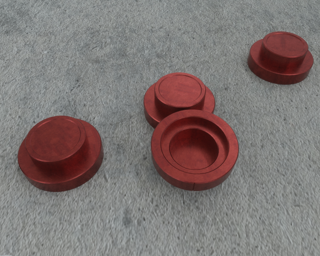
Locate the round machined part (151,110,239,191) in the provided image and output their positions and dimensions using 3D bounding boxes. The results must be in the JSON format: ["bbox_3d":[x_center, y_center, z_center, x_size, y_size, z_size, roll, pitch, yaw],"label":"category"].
[{"bbox_3d":[0.039,0.029,0.364,0.099,0.042,0.098,0,55,0],"label":"round machined part"}]

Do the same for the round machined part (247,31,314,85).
[{"bbox_3d":[0.193,-0.117,0.492,0.099,0.042,0.098,0,50,0],"label":"round machined part"}]

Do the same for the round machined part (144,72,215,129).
[{"bbox_3d":[0.027,-0.039,0.425,0.099,0.042,0.098,0,50,0],"label":"round machined part"}]

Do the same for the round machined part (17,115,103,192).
[{"bbox_3d":[-0.120,0.023,0.372,0.099,0.042,0.098,0,50,0],"label":"round machined part"}]
